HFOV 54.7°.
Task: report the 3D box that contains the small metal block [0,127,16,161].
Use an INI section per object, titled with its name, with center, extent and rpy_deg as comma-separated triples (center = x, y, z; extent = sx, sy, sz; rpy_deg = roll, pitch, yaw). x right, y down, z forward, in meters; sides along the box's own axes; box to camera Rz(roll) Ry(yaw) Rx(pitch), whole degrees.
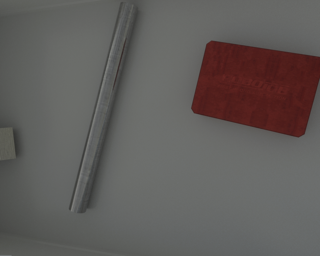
[small metal block]
center = -0.257, 0.027, 0.483
extent = 0.025, 0.050, 0.050
rpy_deg = -11, 86, 53

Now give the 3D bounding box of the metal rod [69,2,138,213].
[metal rod]
center = -0.081, -0.024, 0.437
extent = 0.025, 0.025, 0.298
rpy_deg = 17, 96, 19

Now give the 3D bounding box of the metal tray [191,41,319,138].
[metal tray]
center = 0.112, -0.047, 0.368
extent = 0.130, 0.030, 0.089
rpy_deg = 15, 95, 19
